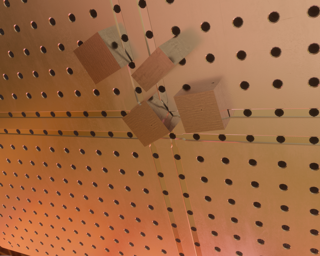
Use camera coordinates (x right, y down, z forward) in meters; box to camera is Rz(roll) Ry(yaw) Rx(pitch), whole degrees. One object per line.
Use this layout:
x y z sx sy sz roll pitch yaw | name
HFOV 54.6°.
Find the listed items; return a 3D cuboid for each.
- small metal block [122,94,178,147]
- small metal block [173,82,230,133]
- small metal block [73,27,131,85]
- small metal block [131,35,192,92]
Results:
-0.014 -0.010 0.413 0.050 0.025 0.050 -31 102 38 | small metal block
0.050 -0.023 0.371 0.050 0.025 0.050 -7 115 31 | small metal block
-0.074 -0.091 0.395 0.050 0.025 0.050 -23 106 36 | small metal block
0.002 -0.073 0.349 0.025 0.050 0.050 48 129 -5 | small metal block
